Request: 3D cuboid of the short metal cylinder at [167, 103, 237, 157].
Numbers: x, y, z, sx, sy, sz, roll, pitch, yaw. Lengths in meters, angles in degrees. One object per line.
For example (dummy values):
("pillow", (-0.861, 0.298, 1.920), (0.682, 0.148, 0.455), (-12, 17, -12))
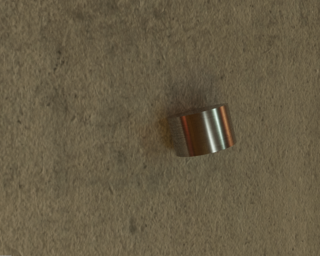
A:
("short metal cylinder", (0.054, 0.002, 0.401), (0.081, 0.080, 0.050), (-16, 96, -20))
